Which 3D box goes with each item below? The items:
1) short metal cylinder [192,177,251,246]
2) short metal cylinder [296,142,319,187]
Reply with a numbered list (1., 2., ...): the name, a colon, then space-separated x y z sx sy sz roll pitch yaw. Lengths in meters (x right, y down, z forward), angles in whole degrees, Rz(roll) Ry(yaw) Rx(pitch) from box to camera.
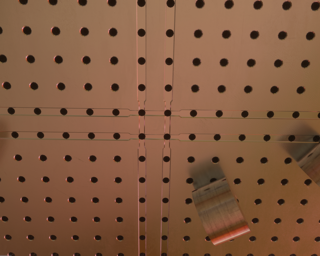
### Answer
1. short metal cylinder: 0.084 0.114 0.427 0.050 0.080 0.080 -26 108 9
2. short metal cylinder: 0.230 0.058 0.409 0.080 0.080 0.050 39 105 -14
